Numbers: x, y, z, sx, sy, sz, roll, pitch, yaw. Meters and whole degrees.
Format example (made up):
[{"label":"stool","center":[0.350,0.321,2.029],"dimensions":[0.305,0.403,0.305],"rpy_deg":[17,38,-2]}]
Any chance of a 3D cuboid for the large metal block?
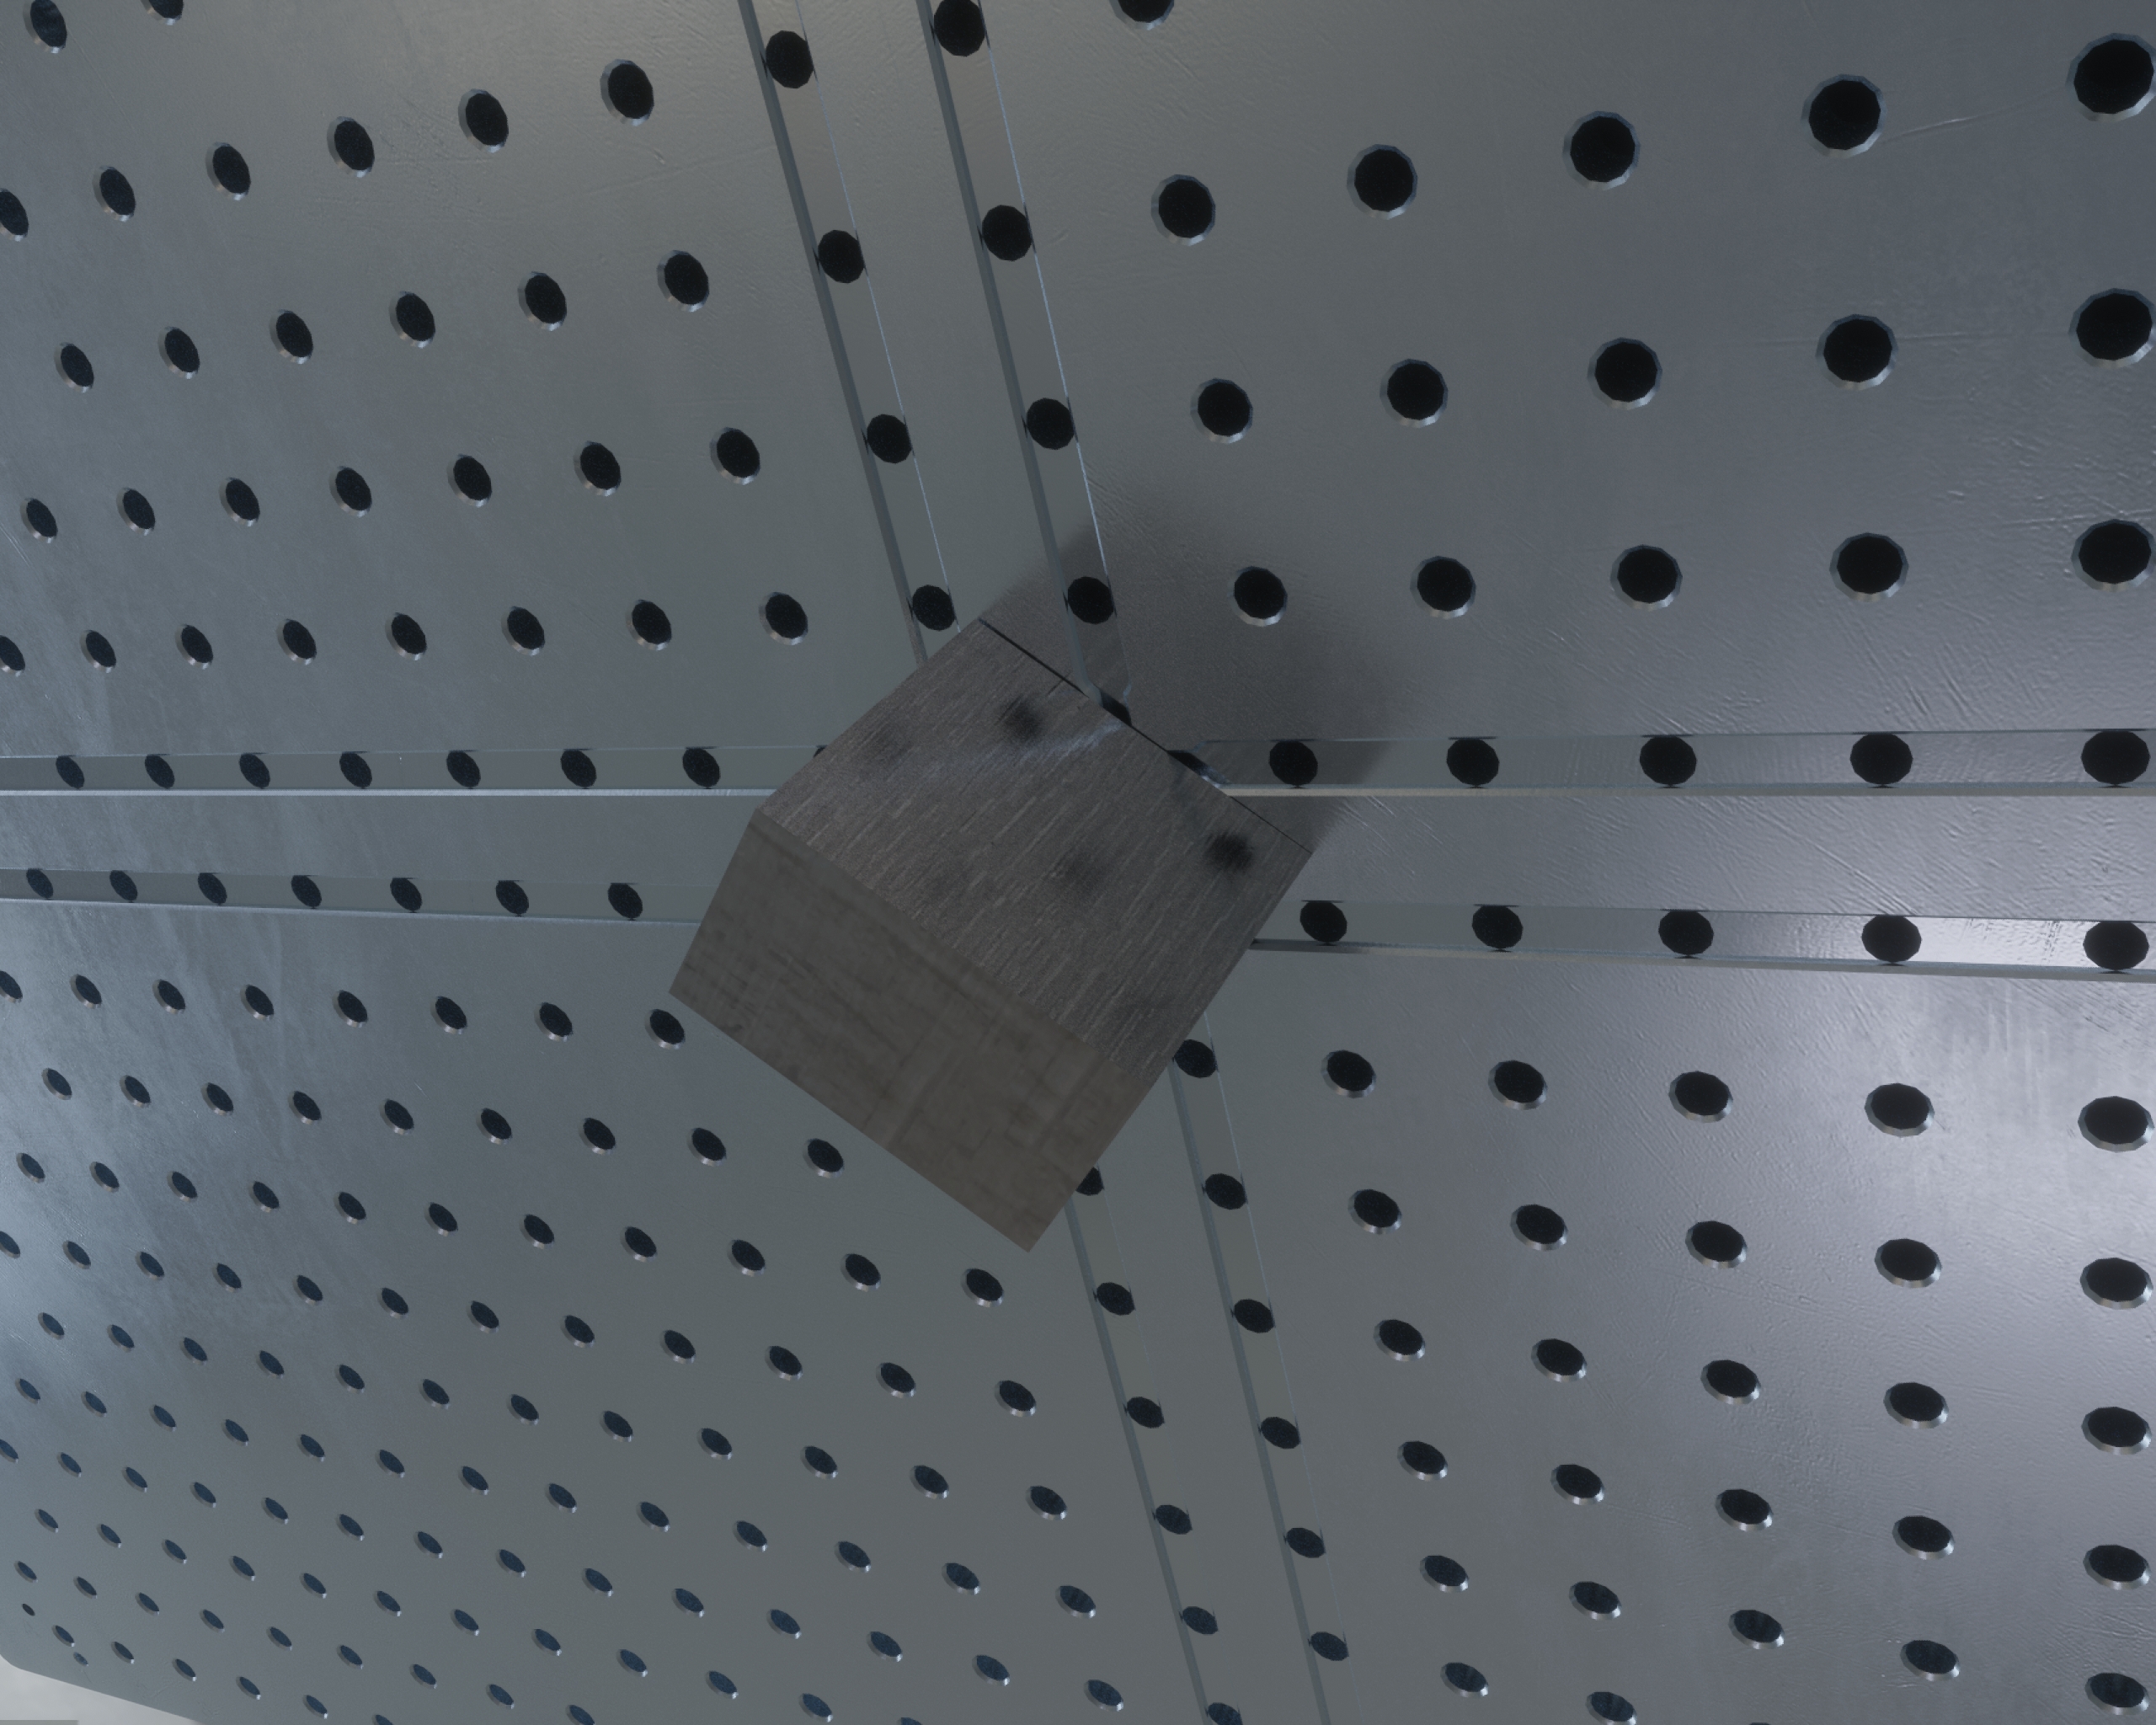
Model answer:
[{"label":"large metal block","center":[-0.014,0.011,0.390],"dimensions":[0.080,0.080,0.050],"rpy_deg":[35,129,4]}]
